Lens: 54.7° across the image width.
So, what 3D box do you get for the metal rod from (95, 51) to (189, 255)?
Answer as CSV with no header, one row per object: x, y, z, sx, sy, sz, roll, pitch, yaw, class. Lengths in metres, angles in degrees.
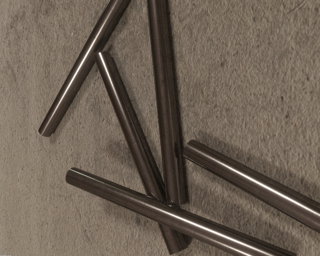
-0.032,0.021,0.429,0.025,0.025,0.299,-36,68,34,metal rod

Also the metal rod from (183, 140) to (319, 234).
0.144,0.081,0.285,0.300,0.025,0.025,27,107,36,metal rod

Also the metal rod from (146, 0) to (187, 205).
0.006,-0.054,0.398,0.025,0.025,0.298,-9,84,39,metal rod

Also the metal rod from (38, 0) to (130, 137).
-0.131,-0.096,0.510,0.298,0.025,0.025,-51,60,27,metal rod

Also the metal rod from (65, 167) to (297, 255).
0.002,0.101,0.371,0.300,0.025,0.025,14,99,29,metal rod
